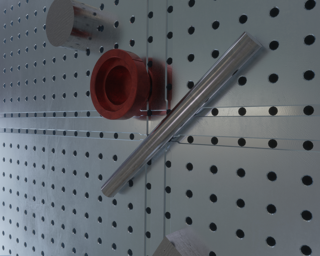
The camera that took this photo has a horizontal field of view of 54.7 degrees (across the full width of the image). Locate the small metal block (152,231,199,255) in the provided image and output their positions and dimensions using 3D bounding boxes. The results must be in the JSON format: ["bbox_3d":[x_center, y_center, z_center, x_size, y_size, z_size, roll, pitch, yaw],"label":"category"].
[{"bbox_3d":[0.019,0.170,0.393,0.050,0.025,0.050,43,116,31],"label":"small metal block"}]

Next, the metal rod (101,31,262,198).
[{"bbox_3d":[0.010,0.001,0.400,0.299,0.025,0.025,-47,62,29],"label":"metal rod"}]

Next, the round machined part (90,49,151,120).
[{"bbox_3d":[-0.052,-0.060,0.441,0.098,0.042,0.097,0,90,40],"label":"round machined part"}]

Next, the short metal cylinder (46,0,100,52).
[{"bbox_3d":[-0.144,-0.170,0.512,0.080,0.050,0.079,0,90,40],"label":"short metal cylinder"}]
